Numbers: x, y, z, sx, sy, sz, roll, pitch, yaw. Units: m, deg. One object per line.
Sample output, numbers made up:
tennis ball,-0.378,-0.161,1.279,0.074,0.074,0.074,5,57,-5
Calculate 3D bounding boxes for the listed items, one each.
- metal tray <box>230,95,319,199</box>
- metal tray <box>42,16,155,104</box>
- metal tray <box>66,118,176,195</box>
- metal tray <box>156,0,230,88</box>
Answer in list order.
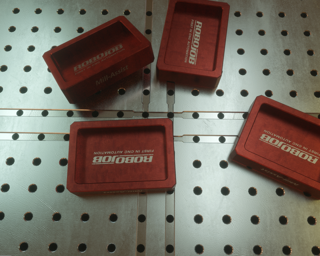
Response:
metal tray,0.169,0.023,0.401,0.130,0.030,0.090,25,72,8
metal tray,-0.085,-0.098,0.429,0.131,0.030,0.090,-30,54,-11
metal tray,-0.047,0.036,0.395,0.131,0.030,0.090,-2,70,-1
metal tray,0.049,-0.129,0.456,0.090,0.030,0.130,9,70,3
